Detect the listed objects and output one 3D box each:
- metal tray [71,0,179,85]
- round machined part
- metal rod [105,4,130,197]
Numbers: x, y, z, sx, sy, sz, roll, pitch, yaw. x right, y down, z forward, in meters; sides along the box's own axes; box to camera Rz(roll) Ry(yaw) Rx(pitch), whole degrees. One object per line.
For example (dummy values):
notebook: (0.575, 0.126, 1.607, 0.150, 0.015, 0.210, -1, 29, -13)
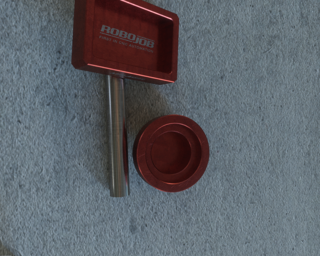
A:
metal tray: (-0.036, -0.106, 0.369, 0.131, 0.030, 0.089, 4, 86, -40)
round machined part: (0.011, 0.032, 0.405, 0.099, 0.042, 0.097, 0, 90, -21)
metal rod: (-0.057, -0.064, 0.388, 0.025, 0.025, 0.298, -3, 91, -20)
